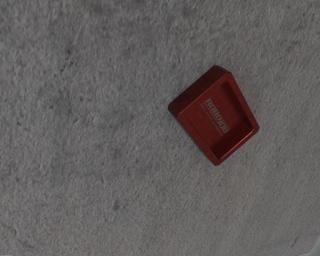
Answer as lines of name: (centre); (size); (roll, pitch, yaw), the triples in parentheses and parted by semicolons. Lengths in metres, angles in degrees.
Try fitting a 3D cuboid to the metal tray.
metal tray: (0.081, -0.013, 0.441); (0.090, 0.030, 0.130); (-41, 130, 0)
